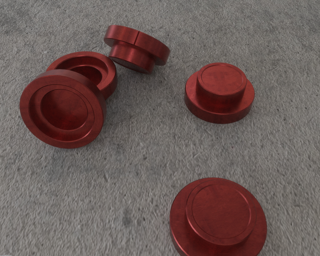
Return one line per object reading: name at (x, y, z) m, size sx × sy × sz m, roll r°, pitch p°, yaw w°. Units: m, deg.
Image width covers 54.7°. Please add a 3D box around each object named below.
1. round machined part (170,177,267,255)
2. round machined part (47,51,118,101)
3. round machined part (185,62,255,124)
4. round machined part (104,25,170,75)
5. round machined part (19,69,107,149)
round machined part at (0.059, 0.092, 0.315) m, size 0.099 × 0.042 × 0.098 m, roll 0°, pitch 50°, yaw 0°
round machined part at (-0.110, -0.064, 0.445) m, size 0.099 × 0.042 × 0.098 m, roll 0°, pitch 50°, yaw 0°
round machined part at (0.085, -0.056, 0.440) m, size 0.099 × 0.042 × 0.098 m, roll 0°, pitch 50°, yaw 0°
round machined part at (-0.038, -0.112, 0.462) m, size 0.098 × 0.098 × 0.042 m, roll 20°, pitch 91°, yaw 16°
round machined part at (-0.115, -0.026, 0.381) m, size 0.099 × 0.097 × 0.042 m, roll 2°, pitch 30°, yaw 1°
